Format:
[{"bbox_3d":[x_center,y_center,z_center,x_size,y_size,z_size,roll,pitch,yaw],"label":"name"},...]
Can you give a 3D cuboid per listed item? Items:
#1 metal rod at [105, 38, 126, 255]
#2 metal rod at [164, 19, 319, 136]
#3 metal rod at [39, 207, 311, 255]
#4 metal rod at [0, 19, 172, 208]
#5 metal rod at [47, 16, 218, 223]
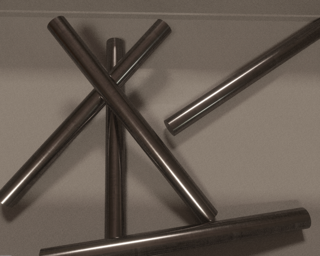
[{"bbox_3d":[-0.058,0.015,0.403,0.025,0.025,0.299,-3,70,-1],"label":"metal rod"},{"bbox_3d":[0.136,-0.080,0.440,0.301,0.025,0.025,-33,74,-12],"label":"metal rod"},{"bbox_3d":[0.026,0.123,0.346,0.302,0.025,0.025,-6,70,-10],"label":"metal rod"},{"bbox_3d":[-0.091,-0.024,0.396,0.025,0.025,0.300,39,82,12],"label":"metal rod"},{"bbox_3d":[-0.033,-0.010,0.374,0.025,0.025,0.300,-38,89,-13],"label":"metal rod"}]
